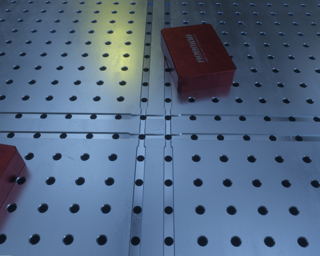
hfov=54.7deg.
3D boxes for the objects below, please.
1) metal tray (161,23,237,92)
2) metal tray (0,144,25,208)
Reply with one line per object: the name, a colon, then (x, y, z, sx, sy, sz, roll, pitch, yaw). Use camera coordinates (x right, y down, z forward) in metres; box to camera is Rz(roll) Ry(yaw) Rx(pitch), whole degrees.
metal tray: (0.058, -0.119, 0.505, 0.091, 0.030, 0.130, -9, 51, -8)
metal tray: (-0.239, 0.055, 0.355, 0.131, 0.030, 0.090, 8, 50, 6)
